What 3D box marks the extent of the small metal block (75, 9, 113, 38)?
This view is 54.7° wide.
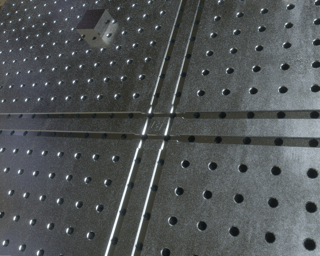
[{"bbox_3d":[-0.127,-0.202,0.599,0.050,0.025,0.050,11,67,32],"label":"small metal block"}]
